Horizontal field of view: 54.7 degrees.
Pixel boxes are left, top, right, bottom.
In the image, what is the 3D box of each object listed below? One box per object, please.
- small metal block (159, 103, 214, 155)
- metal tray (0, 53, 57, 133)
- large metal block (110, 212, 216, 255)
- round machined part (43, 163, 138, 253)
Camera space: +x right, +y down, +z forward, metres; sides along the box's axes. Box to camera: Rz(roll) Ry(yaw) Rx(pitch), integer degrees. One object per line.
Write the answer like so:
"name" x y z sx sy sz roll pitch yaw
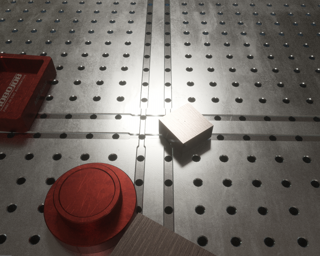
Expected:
"small metal block" 0.033 0.000 0.408 0.050 0.025 0.050 -29 56 -23
"metal tray" -0.216 -0.055 0.447 0.091 0.030 0.130 5 50 3
"large metal block" -0.006 0.137 0.276 0.080 0.050 0.080 24 54 18
"round machined part" -0.074 0.077 0.331 0.099 0.042 0.098 0 50 0
